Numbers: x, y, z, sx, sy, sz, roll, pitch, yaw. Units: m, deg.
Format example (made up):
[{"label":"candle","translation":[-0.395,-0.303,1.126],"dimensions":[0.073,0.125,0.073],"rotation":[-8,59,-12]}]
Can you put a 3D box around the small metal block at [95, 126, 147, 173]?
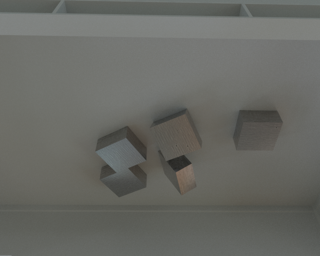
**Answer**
[{"label":"small metal block","translation":[-0.053,0.031,0.435],"dimensions":[0.050,0.025,0.050],"rotation":[-24,126,18]}]

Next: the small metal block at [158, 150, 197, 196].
[{"label":"small metal block","translation":[0.025,0.058,0.439],"dimensions":[0.025,0.050,0.050],"rotation":[-27,131,-14]}]

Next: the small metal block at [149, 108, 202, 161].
[{"label":"small metal block","translation":[0.022,0.009,0.406],"dimensions":[0.050,0.025,0.050],"rotation":[-22,104,17]}]

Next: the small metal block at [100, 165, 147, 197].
[{"label":"small metal block","translation":[-0.055,0.075,0.472],"dimensions":[0.050,0.025,0.050],"rotation":[-24,127,18]}]

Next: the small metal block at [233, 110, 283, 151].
[{"label":"small metal block","translation":[0.129,0.004,0.414],"dimensions":[0.050,0.025,0.050],"rotation":[1,130,-1]}]
